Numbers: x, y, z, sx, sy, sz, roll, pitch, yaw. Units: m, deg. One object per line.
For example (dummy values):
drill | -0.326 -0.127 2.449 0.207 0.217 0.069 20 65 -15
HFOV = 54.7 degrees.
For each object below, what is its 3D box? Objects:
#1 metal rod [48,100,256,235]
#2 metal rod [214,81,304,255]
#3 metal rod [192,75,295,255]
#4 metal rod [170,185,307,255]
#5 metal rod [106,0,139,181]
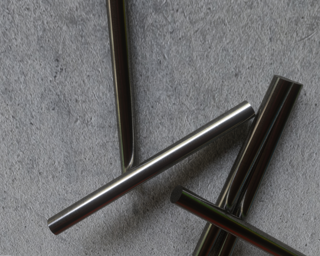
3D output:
metal rod | -0.012 0.052 0.406 0.301 0.025 0.025 -31 108 1
metal rod | 0.131 0.077 0.439 0.025 0.025 0.298 13 110 -5
metal rod | 0.106 0.071 0.428 0.025 0.025 0.298 16 113 -6
metal rod | 0.140 0.158 0.445 0.301 0.025 0.025 32 107 -21
metal rod | -0.046 -0.061 0.386 0.025 0.025 0.298 -2 110 1
